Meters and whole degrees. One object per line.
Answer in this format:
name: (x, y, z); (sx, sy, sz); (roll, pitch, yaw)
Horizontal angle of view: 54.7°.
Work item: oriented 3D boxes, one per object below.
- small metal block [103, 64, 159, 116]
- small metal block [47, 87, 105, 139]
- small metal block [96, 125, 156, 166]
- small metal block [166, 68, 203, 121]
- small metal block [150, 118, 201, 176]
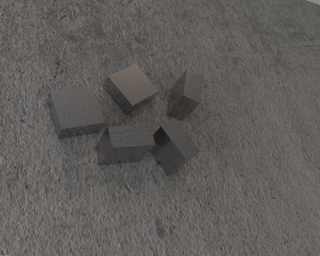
small metal block: (-0.039, -0.052, 0.414); (0.050, 0.025, 0.050); (-34, 81, -38)
small metal block: (-0.098, -0.018, 0.362); (0.050, 0.025, 0.050); (-10, 67, -32)
small metal block: (-0.040, 0.020, 0.354); (0.050, 0.050, 0.025); (-2, 63, -29)
small metal block: (0.035, -0.046, 0.434); (0.025, 0.050, 0.050); (22, 54, -16)
small metal block: (0.014, 0.024, 0.380); (0.025, 0.050, 0.050); (-30, 78, -38)
